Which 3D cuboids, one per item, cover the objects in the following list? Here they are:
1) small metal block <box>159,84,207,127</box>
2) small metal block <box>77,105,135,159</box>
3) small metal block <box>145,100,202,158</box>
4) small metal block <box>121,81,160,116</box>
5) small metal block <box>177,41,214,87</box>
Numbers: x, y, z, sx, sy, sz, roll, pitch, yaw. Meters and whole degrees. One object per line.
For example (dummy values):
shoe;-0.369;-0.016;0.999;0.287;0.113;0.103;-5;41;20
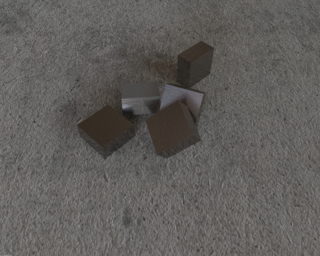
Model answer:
small metal block;0.029;-0.028;0.407;0.050;0.050;0.025;17;15;13
small metal block;-0.069;0.004;0.399;0.050;0.025;0.050;37;59;26
small metal block;0.016;0.002;0.380;0.050;0.025;0.050;-30;62;20
small metal block;-0.026;-0.042;0.428;0.050;0.025;0.050;-4;31;-4
small metal block;0.053;-0.095;0.467;0.050;0.050;0.025;-36;59;-26
